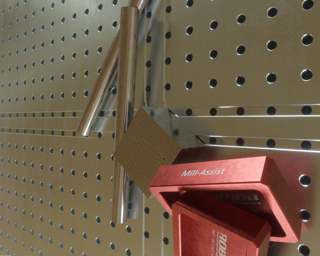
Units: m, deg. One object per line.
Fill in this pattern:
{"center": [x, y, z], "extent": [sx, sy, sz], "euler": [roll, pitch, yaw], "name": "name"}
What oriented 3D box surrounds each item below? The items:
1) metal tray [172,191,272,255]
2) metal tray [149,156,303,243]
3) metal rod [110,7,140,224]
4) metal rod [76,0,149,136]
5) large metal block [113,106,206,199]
{"center": [0.059, 0.134, 0.321], "extent": [0.090, 0.030, 0.129], "euler": [19, 125, 34], "name": "metal tray"}
{"center": [0.064, 0.075, 0.317], "extent": [0.130, 0.030, 0.090], "euler": [-11, 126, 39], "name": "metal tray"}
{"center": [-0.050, -0.012, 0.434], "extent": [0.025, 0.025, 0.298], "euler": [11, 101, 39], "name": "metal rod"}
{"center": [-0.061, -0.117, 0.457], "extent": [0.025, 0.025, 0.298], "euler": [42, 115, 32], "name": "metal rod"}
{"center": [-0.003, 0.029, 0.394], "extent": [0.080, 0.050, 0.080], "euler": [46, 117, 30], "name": "large metal block"}
